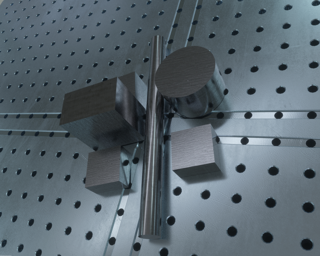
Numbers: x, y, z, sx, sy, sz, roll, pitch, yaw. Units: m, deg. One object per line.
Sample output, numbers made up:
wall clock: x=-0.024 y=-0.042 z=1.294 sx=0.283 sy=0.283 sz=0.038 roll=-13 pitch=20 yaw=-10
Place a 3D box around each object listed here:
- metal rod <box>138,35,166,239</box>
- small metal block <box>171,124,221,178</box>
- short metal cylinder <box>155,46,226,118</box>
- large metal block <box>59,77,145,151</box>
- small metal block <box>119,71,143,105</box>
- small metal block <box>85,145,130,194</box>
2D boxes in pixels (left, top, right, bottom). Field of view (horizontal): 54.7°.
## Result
metal rod: x=-0.007 y=-0.009 z=0.416 sx=0.025 sy=0.025 sz=0.299 roll=-12 pitch=57 yaw=21
small metal block: x=0.042 y=0.027 z=0.368 sx=0.050 sy=0.025 sz=0.050 roll=-14 pitch=56 yaw=20
short metal cylinder: x=0.040 y=-0.060 z=0.406 sx=0.080 sy=0.050 sz=0.080 roll=-13 pitch=56 yaw=20
large metal block: x=-0.073 y=-0.015 z=0.417 sx=0.080 sy=0.080 sz=0.050 roll=-14 pitch=56 yaw=20
small metal block: x=-0.054 y=-0.051 z=0.466 sx=0.050 sy=0.025 sz=0.050 roll=-16 pitch=55 yaw=18
small metal block: x=-0.068 y=0.055 z=0.409 sx=0.050 sy=0.025 sz=0.050 roll=-14 pitch=56 yaw=19
